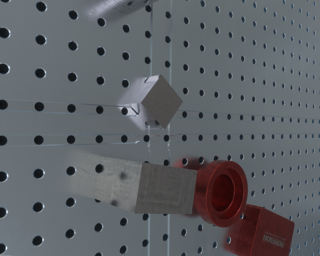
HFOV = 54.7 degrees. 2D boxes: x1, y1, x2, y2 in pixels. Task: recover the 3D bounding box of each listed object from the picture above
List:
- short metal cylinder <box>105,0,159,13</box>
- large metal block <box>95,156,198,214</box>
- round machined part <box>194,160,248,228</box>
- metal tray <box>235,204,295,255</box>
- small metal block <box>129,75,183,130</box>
[{"bbox_3d":[-0.031,-0.184,0.366,0.081,0.050,0.080,0,90,-40],"label":"short metal cylinder"},{"bbox_3d":[-0.016,0.066,0.360,0.081,0.080,0.050,14,81,-39],"label":"large metal block"},{"bbox_3d":[0.087,0.097,0.471,0.099,0.042,0.097,0,90,-40],"label":"round machined part"},{"bbox_3d":[0.198,0.202,0.572,0.131,0.030,0.090,29,72,-36],"label":"metal tray"},{"bbox_3d":[-0.004,-0.033,0.406,0.050,0.025,0.050,48,61,-29],"label":"small metal block"}]
